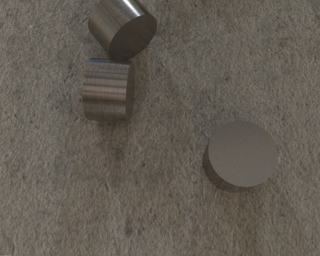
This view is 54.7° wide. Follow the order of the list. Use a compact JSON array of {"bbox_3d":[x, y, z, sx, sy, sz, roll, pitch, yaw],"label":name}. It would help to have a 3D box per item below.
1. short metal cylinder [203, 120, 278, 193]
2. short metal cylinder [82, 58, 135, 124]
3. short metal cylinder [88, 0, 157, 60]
[{"bbox_3d":[0.096,0.037,0.383,0.081,0.050,0.080,0,70,0],"label":"short metal cylinder"},{"bbox_3d":[-0.063,-0.047,0.396,0.050,0.080,0.080,5,70,1],"label":"short metal cylinder"},{"bbox_3d":[-0.051,-0.140,0.430,0.080,0.080,0.050,-35,74,-12],"label":"short metal cylinder"}]
